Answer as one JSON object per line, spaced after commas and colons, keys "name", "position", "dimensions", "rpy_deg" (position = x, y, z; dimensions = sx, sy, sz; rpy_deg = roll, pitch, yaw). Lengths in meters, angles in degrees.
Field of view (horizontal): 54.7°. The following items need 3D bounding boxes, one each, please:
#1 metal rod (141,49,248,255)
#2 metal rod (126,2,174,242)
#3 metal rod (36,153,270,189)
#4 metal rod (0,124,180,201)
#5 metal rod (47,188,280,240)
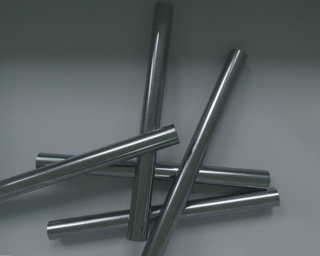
{"name": "metal rod", "position": [0.043, 0.037, 0.391], "dimensions": [0.025, 0.025, 0.299], "rpy_deg": [24, 82, -1]}
{"name": "metal rod", "position": [-0.011, -0.013, 0.393], "dimensions": [0.025, 0.025, 0.298], "rpy_deg": [7, 84, -1]}
{"name": "metal rod", "position": [-0.008, 0.057, 0.410], "dimensions": [0.302, 0.025, 0.025], "rpy_deg": [5, 90, -1]}
{"name": "metal rod", "position": [-0.122, 0.053, 0.383], "dimensions": [0.301, 0.025, 0.025], "rpy_deg": [-18, 90, 5]}
{"name": "metal rod", "position": [0.005, 0.113, 0.410], "dimensions": [0.302, 0.025, 0.025], "rpy_deg": [-8, 90, -1]}
